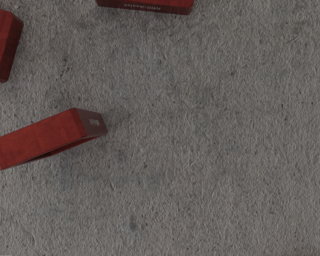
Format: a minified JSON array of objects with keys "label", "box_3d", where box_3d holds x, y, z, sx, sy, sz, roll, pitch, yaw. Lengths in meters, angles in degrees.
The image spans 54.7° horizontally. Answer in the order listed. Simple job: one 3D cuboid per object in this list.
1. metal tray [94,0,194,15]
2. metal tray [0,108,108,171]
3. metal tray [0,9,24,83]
[{"label":"metal tray","box_3d":[-0.018,-0.204,0.407,0.131,0.030,0.089,6,90,0]},{"label":"metal tray","box_3d":[-0.117,0.010,0.356,0.090,0.130,0.030,-22,90,0]},{"label":"metal tray","box_3d":[-0.259,-0.120,0.405,0.131,0.030,0.090,15,90,0]}]
